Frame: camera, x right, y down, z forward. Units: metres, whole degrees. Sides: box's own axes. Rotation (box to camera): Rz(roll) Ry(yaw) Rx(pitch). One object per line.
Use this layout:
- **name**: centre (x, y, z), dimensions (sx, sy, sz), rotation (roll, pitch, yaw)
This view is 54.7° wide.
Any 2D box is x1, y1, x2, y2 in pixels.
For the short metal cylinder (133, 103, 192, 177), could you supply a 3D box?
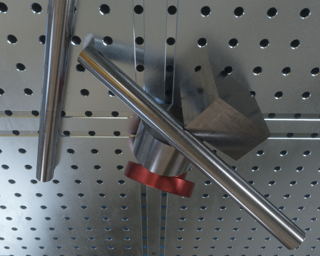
- **short metal cylinder**: centre (0.011, 0.014, 0.387), dimensions (0.081, 0.080, 0.050), rotation (12, 129, -10)

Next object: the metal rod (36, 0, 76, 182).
- **metal rod**: centre (-0.132, -0.036, 0.378), dimensions (0.025, 0.025, 0.298), rotation (13, 129, -11)

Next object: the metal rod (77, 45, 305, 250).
- **metal rod**: centre (0.030, 0.017, 0.332), dimensions (0.300, 0.025, 0.025), rotation (42, 123, 4)

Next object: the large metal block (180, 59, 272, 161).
- **large metal block**: centre (0.072, -0.021, 0.358), dimensions (0.080, 0.080, 0.050), rotation (31, 123, -24)

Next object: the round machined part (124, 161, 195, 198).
- **round machined part**: centre (0.003, 0.060, 0.430), dimensions (0.099, 0.098, 0.042), rotation (21, 83, -18)
